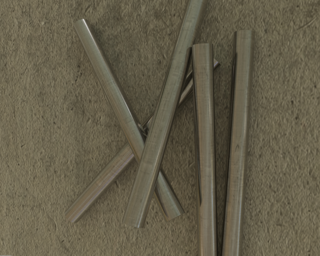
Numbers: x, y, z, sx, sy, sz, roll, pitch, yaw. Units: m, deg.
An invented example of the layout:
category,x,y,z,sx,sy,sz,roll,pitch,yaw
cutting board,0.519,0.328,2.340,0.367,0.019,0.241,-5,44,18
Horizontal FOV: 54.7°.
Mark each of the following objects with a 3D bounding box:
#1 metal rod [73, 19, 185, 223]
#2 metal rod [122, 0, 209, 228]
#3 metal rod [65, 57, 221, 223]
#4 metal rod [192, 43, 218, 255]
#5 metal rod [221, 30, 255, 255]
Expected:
category,x,y,z,sx,sy,sz,roll,pitch,yaw
metal rod,-0.048,-0.023,0.403,0.025,0.025,0.299,-33,71,17
metal rod,0.011,-0.035,0.366,0.025,0.025,0.299,13,80,19
metal rod,-0.031,0.021,0.419,0.025,0.025,0.299,46,104,14
metal rod,0.055,0.052,0.374,0.025,0.025,0.298,0,95,20
metal rod,0.093,0.035,0.375,0.025,0.025,0.298,4,91,20
